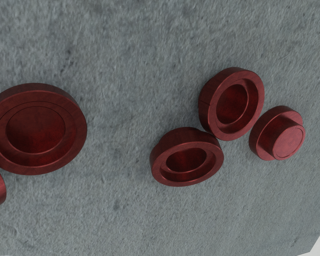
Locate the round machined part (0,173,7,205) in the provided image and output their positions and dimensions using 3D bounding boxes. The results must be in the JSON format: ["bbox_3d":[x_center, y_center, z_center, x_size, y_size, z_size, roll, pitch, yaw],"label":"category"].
[{"bbox_3d":[-0.192,0.058,0.304,0.042,0.098,0.097,-40,143,-53],"label":"round machined part"}]

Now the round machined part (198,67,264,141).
[{"bbox_3d":[0.091,-0.035,0.420,0.099,0.042,0.097,-14,119,-28],"label":"round machined part"}]

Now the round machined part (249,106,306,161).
[{"bbox_3d":[0.202,0.015,0.519,0.099,0.042,0.097,-14,125,-21],"label":"round machined part"}]

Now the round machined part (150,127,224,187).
[{"bbox_3d":[0.034,0.036,0.425,0.099,0.042,0.097,-7,137,-7],"label":"round machined part"}]

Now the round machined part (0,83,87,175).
[{"bbox_3d":[-0.131,-0.002,0.324,0.099,0.042,0.097,-14,125,-21],"label":"round machined part"}]
